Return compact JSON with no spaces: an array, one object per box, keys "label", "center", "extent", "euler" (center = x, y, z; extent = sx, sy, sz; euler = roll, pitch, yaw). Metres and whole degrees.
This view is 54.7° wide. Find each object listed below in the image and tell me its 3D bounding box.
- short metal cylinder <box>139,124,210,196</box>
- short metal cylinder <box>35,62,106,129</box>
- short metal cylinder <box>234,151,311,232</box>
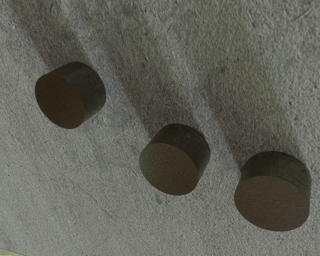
[{"label":"short metal cylinder","center":[0.020,0.041,0.405],"extent":[0.080,0.050,0.079],"euler":[13,124,21]},{"label":"short metal cylinder","center":[-0.122,-0.045,0.427],"extent":[0.080,0.050,0.079],"euler":[13,124,21]},{"label":"short metal cylinder","center":[0.134,0.074,0.366],"extent":[0.080,0.050,0.079],"euler":[13,124,21]}]
